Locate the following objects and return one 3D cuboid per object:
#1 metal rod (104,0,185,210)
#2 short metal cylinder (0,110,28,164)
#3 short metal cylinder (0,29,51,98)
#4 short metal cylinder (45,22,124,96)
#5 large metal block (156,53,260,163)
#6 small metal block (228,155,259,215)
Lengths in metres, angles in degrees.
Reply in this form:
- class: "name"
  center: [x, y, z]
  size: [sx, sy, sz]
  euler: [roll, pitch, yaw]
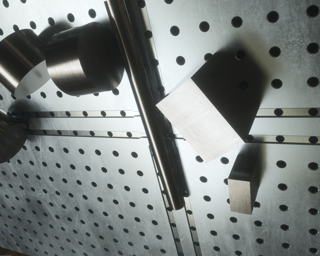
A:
- class: "metal rod"
  center: [-0.012, -0.015, 0.408]
  size: [0.025, 0.025, 0.298]
  euler: [-2, 118, 29]
- class: "short metal cylinder"
  center: [-0.275, 0.014, 0.530]
  size: [0.050, 0.080, 0.079]
  euler: [30, 128, 9]
- class: "short metal cylinder"
  center: [-0.182, -0.086, 0.419]
  size: [0.050, 0.080, 0.080]
  euler: [45, 129, -3]
- class: "short metal cylinder"
  center: [-0.088, -0.081, 0.372]
  size: [0.050, 0.080, 0.080]
  euler: [-5, 116, 30]
- class: "large metal block"
  center: [0.055, -0.023, 0.332]
  size: [0.080, 0.080, 0.050]
  euler: [49, 129, -7]
- class: "small metal block"
  center: [0.104, 0.069, 0.383]
  size: [0.025, 0.050, 0.050]
  euler: [4, 120, 26]
